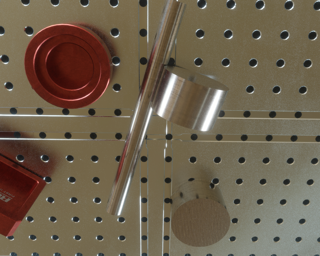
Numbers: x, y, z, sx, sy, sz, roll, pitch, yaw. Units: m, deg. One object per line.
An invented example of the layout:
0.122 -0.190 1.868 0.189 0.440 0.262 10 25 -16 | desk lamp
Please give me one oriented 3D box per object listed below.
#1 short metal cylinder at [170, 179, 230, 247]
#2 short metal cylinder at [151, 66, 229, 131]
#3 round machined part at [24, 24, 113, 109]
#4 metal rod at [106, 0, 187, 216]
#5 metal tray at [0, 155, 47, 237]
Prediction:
0.055 0.121 0.445 0.081 0.050 0.079 0 110 0 | short metal cylinder
0.035 -0.037 0.371 0.080 0.080 0.050 17 109 -6 | short metal cylinder
-0.106 -0.076 0.375 0.099 0.042 0.097 0 110 0 | round machined part
-0.024 -0.013 0.408 0.025 0.025 0.298 16 109 -6 | metal rod
-0.227 0.072 0.402 0.130 0.090 0.030 33 111 -12 | metal tray
